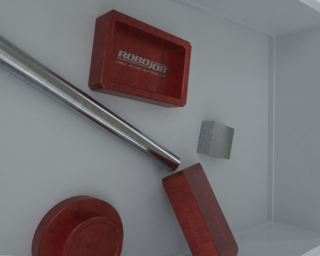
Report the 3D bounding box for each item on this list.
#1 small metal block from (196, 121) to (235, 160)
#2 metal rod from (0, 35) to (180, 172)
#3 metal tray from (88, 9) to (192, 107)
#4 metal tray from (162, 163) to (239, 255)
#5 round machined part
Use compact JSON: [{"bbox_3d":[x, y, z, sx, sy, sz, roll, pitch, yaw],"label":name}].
[{"bbox_3d":[0.087,0.019,0.482,0.050,0.025,0.050,18,78,-39],"label":"small metal block"},{"bbox_3d":[-0.082,-0.024,0.338,0.301,0.025,0.025,36,68,-34],"label":"metal rod"},{"bbox_3d":[-0.019,-0.080,0.388,0.131,0.030,0.089,9,84,-40],"label":"metal tray"},{"bbox_3d":[0.054,0.114,0.396,0.129,0.030,0.090,66,19,8],"label":"metal tray"},{"bbox_3d":[-0.080,0.125,0.331,0.099,0.042,0.097,0,90,-40],"label":"round machined part"}]
